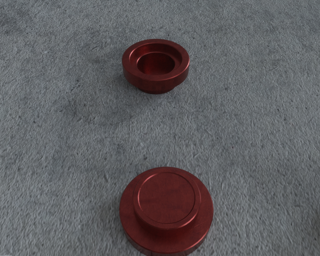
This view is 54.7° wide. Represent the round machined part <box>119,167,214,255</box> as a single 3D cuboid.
[{"bbox_3d":[0.007,0.081,0.324,0.099,0.042,0.098,0,50,0],"label":"round machined part"}]

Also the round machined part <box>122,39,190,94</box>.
[{"bbox_3d":[-0.006,-0.088,0.466,0.099,0.042,0.098,0,50,0],"label":"round machined part"}]
